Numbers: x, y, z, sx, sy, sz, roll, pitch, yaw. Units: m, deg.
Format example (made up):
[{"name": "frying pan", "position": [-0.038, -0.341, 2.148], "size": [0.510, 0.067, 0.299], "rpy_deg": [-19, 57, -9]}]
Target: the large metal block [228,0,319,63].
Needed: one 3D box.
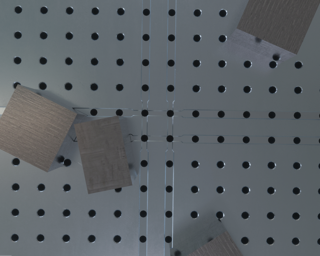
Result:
[{"name": "large metal block", "position": [0.146, -0.142, 0.402], "size": [0.080, 0.050, 0.080], "rpy_deg": [24, 90, 0]}]

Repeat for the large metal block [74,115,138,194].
[{"name": "large metal block", "position": [-0.063, 0.030, 0.386], "size": [0.050, 0.080, 0.080], "rpy_deg": [-11, 90, 0]}]

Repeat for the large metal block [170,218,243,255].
[{"name": "large metal block", "position": [0.069, 0.179, 0.401], "size": [0.080, 0.050, 0.080], "rpy_deg": [-32, 90, 0]}]

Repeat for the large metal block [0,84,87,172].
[{"name": "large metal block", "position": [-0.154, 0.000, 0.400], "size": [0.080, 0.050, 0.080], "rpy_deg": [27, 90, 0]}]
